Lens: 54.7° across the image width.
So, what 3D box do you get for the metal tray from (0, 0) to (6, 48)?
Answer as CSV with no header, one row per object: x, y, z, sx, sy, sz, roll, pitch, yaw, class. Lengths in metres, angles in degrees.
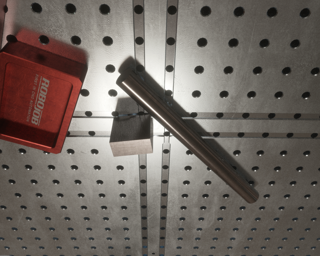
-0.229,-0.117,0.305,0.131,0.030,0.089,18,128,-15,metal tray

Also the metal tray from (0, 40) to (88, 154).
-0.151,-0.031,0.379,0.091,0.030,0.129,18,128,-15,metal tray

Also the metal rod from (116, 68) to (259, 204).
0.055,0.026,0.435,0.025,0.025,0.300,-33,123,24,metal rod

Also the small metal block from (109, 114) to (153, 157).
-0.035,0.009,0.402,0.050,0.050,0.025,-6,130,4,small metal block
